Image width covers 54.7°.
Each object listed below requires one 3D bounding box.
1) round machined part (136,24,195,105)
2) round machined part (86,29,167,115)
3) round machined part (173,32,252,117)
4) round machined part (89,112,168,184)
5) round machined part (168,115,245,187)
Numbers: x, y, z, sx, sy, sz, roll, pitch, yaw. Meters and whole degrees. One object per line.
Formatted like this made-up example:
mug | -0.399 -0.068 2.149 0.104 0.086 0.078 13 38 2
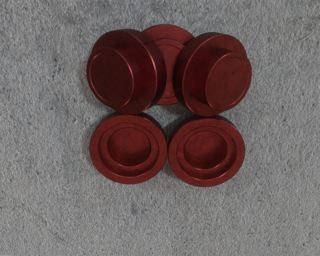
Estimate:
round machined part | 0.006 -0.074 0.374 0.099 0.042 0.097 0 110 -1
round machined part | -0.045 -0.061 0.353 0.098 0.042 0.097 14 118 30
round machined part | 0.067 -0.058 0.358 0.099 0.042 0.097 -15 120 -28
round machined part | -0.040 0.022 0.409 0.099 0.042 0.097 0 110 -1
round machined part | 0.059 0.026 0.412 0.099 0.042 0.097 0 110 -1
